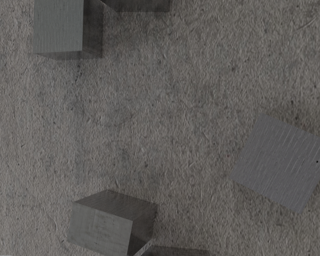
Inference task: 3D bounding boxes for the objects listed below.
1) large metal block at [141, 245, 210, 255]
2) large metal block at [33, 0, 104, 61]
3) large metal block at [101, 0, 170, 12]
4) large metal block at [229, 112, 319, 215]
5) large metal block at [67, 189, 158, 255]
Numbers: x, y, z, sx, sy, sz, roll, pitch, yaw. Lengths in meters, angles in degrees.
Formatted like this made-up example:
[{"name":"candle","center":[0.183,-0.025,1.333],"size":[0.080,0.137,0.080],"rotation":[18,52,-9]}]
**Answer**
[{"name":"large metal block","center":[0.019,0.200,0.389],"size":[0.080,0.050,0.080],"rotation":[-3,89,20]},{"name":"large metal block","center":[-0.130,-0.143,0.442],"size":[0.080,0.050,0.080],"rotation":[2,91,20]},{"name":"large metal block","center":[-0.029,-0.201,0.406],"size":[0.080,0.050,0.079],"rotation":[8,93,19]},{"name":"large metal block","center":[0.135,0.036,0.348],"size":[0.080,0.050,0.080],"rotation":[26,99,18]},{"name":"large metal block","center":[-0.058,0.121,0.400],"size":[0.080,0.080,0.050],"rotation":[12,94,19]}]
